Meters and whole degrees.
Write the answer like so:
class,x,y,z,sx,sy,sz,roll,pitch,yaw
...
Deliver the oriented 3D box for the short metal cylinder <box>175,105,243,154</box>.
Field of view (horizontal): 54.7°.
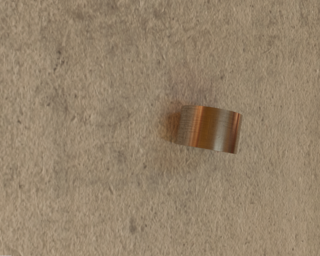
class,x,y,z,sx,sy,sz,roll,pitch,yaw
short metal cylinder,0.063,0.003,0.405,0.081,0.080,0.050,11,87,-20
